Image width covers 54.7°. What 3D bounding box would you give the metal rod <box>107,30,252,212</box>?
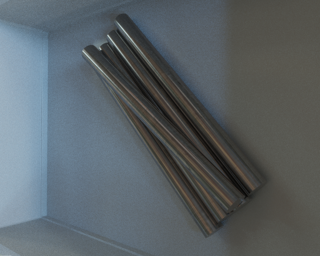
[{"bbox_3d":[0.010,-0.027,0.397,0.025,0.025,0.300,-50,61,28],"label":"metal rod"}]

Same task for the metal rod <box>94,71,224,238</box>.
[{"bbox_3d":[-0.016,0.009,0.419,0.025,0.025,0.300,-50,61,28],"label":"metal rod"}]

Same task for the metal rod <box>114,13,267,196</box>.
[{"bbox_3d":[0.023,-0.046,0.387,0.025,0.025,0.300,-50,61,28],"label":"metal rod"}]

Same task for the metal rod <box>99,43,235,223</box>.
[{"bbox_3d":[-0.004,-0.011,0.409,0.025,0.025,0.300,-50,61,28],"label":"metal rod"}]

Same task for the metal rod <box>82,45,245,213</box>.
[{"bbox_3d":[-0.014,-0.018,0.383,0.300,0.025,0.025,46,118,30],"label":"metal rod"}]
